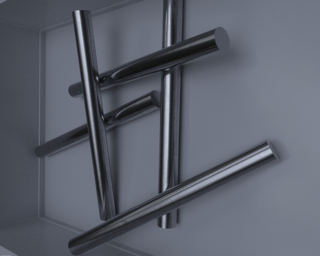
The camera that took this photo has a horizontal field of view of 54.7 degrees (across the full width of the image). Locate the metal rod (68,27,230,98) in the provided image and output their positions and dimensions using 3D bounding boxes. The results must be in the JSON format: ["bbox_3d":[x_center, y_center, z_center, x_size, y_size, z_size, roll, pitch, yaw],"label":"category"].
[{"bbox_3d":[-0.041,-0.075,0.413,0.300,0.025,0.025,-7,86,47],"label":"metal rod"}]

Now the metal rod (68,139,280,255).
[{"bbox_3d":[-0.002,0.094,0.373,0.300,0.025,0.025,-32,70,24],"label":"metal rod"}]

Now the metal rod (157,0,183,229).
[{"bbox_3d":[0.013,-0.024,0.394,0.025,0.025,0.298,3,92,39],"label":"metal rod"}]

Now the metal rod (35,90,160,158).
[{"bbox_3d":[-0.115,0.004,0.498,0.299,0.025,0.025,-21,77,37],"label":"metal rod"}]

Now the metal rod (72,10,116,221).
[{"bbox_3d":[-0.093,-0.011,0.445,0.025,0.025,0.298,2,102,39],"label":"metal rod"}]
